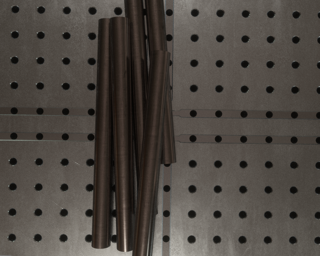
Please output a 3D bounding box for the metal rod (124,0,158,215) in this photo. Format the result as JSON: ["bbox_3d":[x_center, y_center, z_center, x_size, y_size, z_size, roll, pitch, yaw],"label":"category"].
[{"bbox_3d":[-0.026,-0.034,0.413,0.025,0.025,0.298,-4,90,-1],"label":"metal rod"}]

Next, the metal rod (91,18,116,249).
[{"bbox_3d":[-0.074,0.007,0.412,0.025,0.025,0.298,2,90,-1],"label":"metal rod"}]

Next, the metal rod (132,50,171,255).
[{"bbox_3d":[-0.013,0.054,0.387,0.025,0.025,0.298,5,90,-1],"label":"metal rod"}]

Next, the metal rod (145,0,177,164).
[{"bbox_3d":[-0.002,-0.102,0.413,0.025,0.025,0.298,-5,90,-1],"label":"metal rod"}]

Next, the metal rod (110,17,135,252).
[{"bbox_3d":[-0.048,0.011,0.403,0.025,0.025,0.298,-1,94,-1],"label":"metal rod"}]
